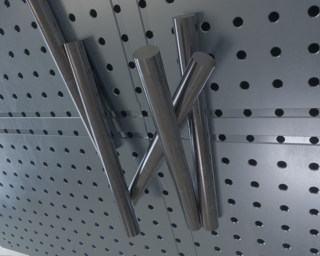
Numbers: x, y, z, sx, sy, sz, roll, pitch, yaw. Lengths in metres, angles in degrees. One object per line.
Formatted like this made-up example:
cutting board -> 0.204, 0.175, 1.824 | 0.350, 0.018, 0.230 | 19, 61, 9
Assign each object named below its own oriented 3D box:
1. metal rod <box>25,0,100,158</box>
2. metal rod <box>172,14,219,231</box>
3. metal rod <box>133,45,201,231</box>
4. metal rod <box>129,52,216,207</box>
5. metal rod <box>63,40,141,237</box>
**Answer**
metal rod -> -0.130, -0.089, 0.425 | 0.025, 0.025, 0.299 | -7, 115, 31
metal rod -> 0.050, 0.013, 0.393 | 0.025, 0.025, 0.298 | 4, 120, 26
metal rod -> 0.020, 0.039, 0.378 | 0.025, 0.025, 0.299 | 7, 136, 25
metal rod -> -0.003, 0.028, 0.410 | 0.025, 0.025, 0.298 | 33, 135, 7
metal rod -> -0.078, 0.026, 0.446 | 0.025, 0.025, 0.298 | -4, 110, 30
